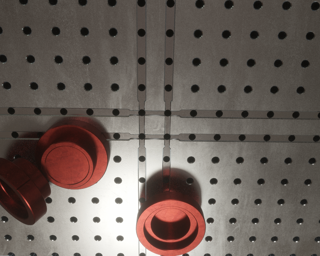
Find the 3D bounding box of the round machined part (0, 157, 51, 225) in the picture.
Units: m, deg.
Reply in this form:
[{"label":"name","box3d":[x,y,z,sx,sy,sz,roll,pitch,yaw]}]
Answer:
[{"label":"round machined part","box3d":[-0.186,0.079,0.414,0.098,0.042,0.097,21,132,25]}]

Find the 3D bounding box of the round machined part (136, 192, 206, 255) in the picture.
[{"label":"round machined part","box3d":[0.015,0.135,0.454,0.099,0.042,0.097,0,110,-1]}]

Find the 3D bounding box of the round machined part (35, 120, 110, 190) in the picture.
[{"label":"round machined part","box3d":[-0.120,0.042,0.418,0.099,0.042,0.097,0,110,-1]}]
